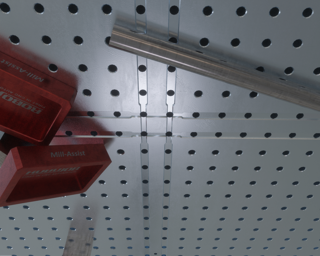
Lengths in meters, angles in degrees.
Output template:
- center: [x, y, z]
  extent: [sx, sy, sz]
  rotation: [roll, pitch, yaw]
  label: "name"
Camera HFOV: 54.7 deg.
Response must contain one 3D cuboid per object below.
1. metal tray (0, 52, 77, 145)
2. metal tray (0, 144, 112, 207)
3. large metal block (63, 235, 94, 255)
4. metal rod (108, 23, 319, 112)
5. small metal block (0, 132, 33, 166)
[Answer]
- center: [-0.181, -0.036, 0.375]
  extent: [0.131, 0.030, 0.090]
  rotation: [27, 125, -21]
  label: "metal tray"
- center: [-0.142, 0.061, 0.414]
  extent: [0.131, 0.030, 0.090]
  rotation: [1, 141, -47]
  label: "metal tray"
- center: [-0.165, 0.268, 0.602]
  extent: [0.050, 0.080, 0.079]
  rotation: [11, 129, -9]
  label: "large metal block"
- center: [0.091, -0.061, 0.360]
  extent: [0.302, 0.025, 0.025]
  rotation: [15, 129, -13]
  label: "metal rod"
- center: [-0.198, 0.029, 0.418]
  extent: [0.025, 0.050, 0.050]
  rotation: [-29, 125, 22]
  label: "small metal block"
